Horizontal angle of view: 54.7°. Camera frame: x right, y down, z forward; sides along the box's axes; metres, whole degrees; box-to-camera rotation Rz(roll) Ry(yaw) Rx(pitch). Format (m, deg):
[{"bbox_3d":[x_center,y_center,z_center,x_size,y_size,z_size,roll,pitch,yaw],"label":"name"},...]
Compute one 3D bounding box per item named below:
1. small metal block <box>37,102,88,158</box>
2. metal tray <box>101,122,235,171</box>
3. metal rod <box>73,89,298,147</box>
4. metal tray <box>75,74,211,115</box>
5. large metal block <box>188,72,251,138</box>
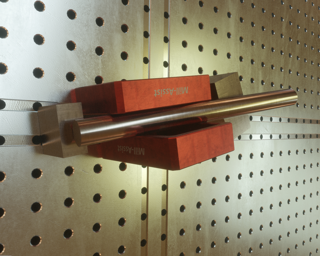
[{"bbox_3d":[-0.099,0.001,0.311,0.025,0.050,0.050,-11,97,-40],"label":"small metal block"},{"bbox_3d":[0.004,0.015,0.346,0.091,0.130,0.030,-13,99,-40],"label":"metal tray"},{"bbox_3d":[0.053,-0.019,0.357,0.303,0.025,0.025,-11,97,-30],"label":"metal rod"},{"bbox_3d":[-0.017,-0.039,0.353,0.131,0.090,0.030,-12,99,-40],"label":"metal tray"},{"bbox_3d":[0.070,-0.028,0.433,0.050,0.080,0.080,-29,108,-37],"label":"large metal block"}]
